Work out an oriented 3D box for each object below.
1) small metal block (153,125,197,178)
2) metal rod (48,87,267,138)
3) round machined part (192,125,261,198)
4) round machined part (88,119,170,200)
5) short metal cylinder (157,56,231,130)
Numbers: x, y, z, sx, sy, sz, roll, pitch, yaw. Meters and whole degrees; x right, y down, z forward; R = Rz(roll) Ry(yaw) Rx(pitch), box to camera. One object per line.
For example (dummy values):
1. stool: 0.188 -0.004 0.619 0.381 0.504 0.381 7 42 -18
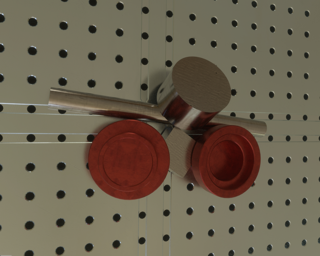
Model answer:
1. small metal block: 0.021 0.031 0.417 0.050 0.025 0.050 38 78 -16
2. metal rod: 0.012 -0.017 0.413 0.302 0.025 0.025 8 88 -20
3. round machined part: 0.087 0.044 0.430 0.099 0.042 0.097 -1 93 -23
4. round machined part: -0.037 0.038 0.372 0.099 0.042 0.097 0 91 -2
5. short metal cylinder: 0.042 -0.044 0.395 0.081 0.050 0.080 10 61 -19
